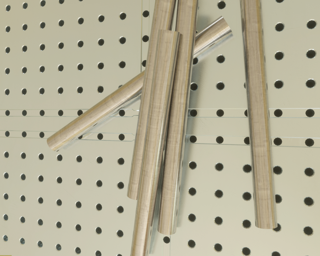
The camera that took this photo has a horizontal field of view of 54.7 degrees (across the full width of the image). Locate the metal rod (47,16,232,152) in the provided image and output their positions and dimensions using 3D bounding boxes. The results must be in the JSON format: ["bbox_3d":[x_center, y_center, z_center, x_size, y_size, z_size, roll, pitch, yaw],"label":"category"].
[{"bbox_3d":[-0.039,-0.052,0.425,0.300,0.025,0.025,-32,80,16],"label":"metal rod"}]

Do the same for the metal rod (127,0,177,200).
[{"bbox_3d":[-0.009,-0.051,0.391,0.025,0.025,0.298,14,103,19],"label":"metal rod"}]

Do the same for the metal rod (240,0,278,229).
[{"bbox_3d":[0.117,-0.033,0.371,0.025,0.025,0.298,-4,89,19],"label":"metal rod"}]

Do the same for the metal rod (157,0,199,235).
[{"bbox_3d":[0.022,-0.012,0.387,0.025,0.025,0.298,8,99,19],"label":"metal rod"}]

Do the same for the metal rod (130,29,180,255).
[{"bbox_3d":[-0.009,0.033,0.387,0.025,0.025,0.298,13,104,19],"label":"metal rod"}]
